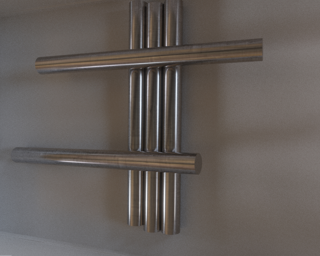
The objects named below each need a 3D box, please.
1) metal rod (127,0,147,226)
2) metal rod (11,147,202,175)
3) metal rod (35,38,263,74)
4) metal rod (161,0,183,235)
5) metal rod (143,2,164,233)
[{"bbox_3d":[-0.031,-0.019,0.421,0.025,0.025,0.298,1,90,20],"label":"metal rod"},{"bbox_3d":[-0.090,0.042,0.422,0.300,0.025,0.025,0,90,27],"label":"metal rod"},{"bbox_3d":[-0.028,-0.088,0.392,0.301,0.025,0.025,0,90,20],"label":"metal rod"},{"bbox_3d":[0.016,-0.014,0.403,0.025,0.025,0.298,1,90,20],"label":"metal rod"},{"bbox_3d":[-0.008,-0.014,0.412,0.025,0.025,0.298,1,90,20],"label":"metal rod"}]
